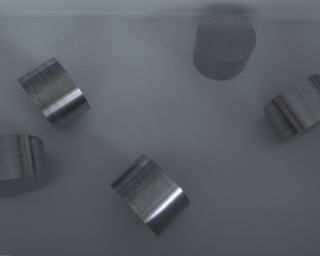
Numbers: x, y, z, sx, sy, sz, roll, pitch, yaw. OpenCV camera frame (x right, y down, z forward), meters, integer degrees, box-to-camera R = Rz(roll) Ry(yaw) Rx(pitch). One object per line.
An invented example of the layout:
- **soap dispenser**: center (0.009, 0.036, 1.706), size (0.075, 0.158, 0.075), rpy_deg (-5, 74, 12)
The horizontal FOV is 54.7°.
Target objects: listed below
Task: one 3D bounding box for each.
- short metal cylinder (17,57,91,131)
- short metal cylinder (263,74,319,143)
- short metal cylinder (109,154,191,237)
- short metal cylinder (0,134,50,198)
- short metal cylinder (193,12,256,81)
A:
- **short metal cylinder**: center (-0.133, -0.043, 0.395), size (0.050, 0.080, 0.080), rpy_deg (-37, 75, -13)
- **short metal cylinder**: center (0.180, -0.023, 0.391), size (0.080, 0.080, 0.050), rpy_deg (-26, 73, -9)
- **short metal cylinder**: center (-0.012, 0.076, 0.353), size (0.050, 0.080, 0.080), rpy_deg (-43, 76, -14)
- **short metal cylinder**: center (-0.175, 0.046, 0.361), size (0.081, 0.080, 0.050), rpy_deg (-15, 71, -6)
- **short metal cylinder**: center (0.089, -0.115, 0.439), size (0.081, 0.050, 0.080), rpy_deg (0, 70, 0)
